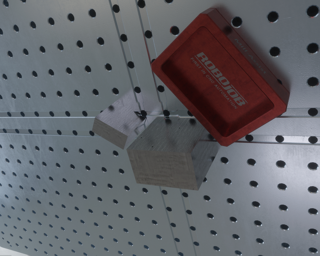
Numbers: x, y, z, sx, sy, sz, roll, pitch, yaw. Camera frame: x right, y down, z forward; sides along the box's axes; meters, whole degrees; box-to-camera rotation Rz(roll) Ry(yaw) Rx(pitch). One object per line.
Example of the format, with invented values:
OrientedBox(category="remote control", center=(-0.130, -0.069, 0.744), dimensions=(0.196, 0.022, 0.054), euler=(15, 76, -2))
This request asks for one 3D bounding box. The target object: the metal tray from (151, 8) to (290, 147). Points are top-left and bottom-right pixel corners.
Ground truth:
OrientedBox(category="metal tray", center=(0.064, -0.051, 0.342), dimensions=(0.130, 0.030, 0.090), euler=(47, 129, -5))

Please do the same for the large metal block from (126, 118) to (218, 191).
OrientedBox(category="large metal block", center=(0.018, 0.028, 0.383), dimensions=(0.080, 0.080, 0.050), euler=(1, 119, 27))

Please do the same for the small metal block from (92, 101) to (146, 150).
OrientedBox(category="small metal block", center=(-0.055, -0.005, 0.421), dimensions=(0.050, 0.050, 0.025), euler=(29, 128, 9))
